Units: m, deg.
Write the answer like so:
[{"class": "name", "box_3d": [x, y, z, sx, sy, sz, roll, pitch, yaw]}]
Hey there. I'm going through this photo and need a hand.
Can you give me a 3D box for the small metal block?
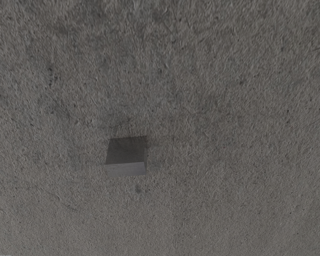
[{"class": "small metal block", "box_3d": [-0.044, 0.038, 0.423, 0.050, 0.050, 0.025, -5, 130, 4]}]
